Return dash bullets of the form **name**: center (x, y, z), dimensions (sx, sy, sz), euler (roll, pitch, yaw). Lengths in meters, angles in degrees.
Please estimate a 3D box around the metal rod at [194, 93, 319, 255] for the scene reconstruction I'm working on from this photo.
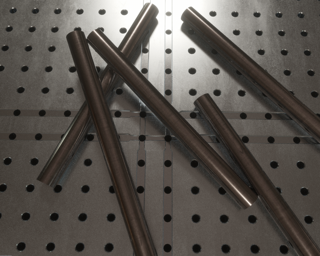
- **metal rod**: center (0.133, 0.081, 0.383), dimensions (0.025, 0.025, 0.299), euler (-29, 73, -10)

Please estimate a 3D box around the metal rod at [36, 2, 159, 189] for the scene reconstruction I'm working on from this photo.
- **metal rod**: center (-0.077, -0.057, 0.431), dimensions (0.025, 0.025, 0.300), euler (24, 71, 8)

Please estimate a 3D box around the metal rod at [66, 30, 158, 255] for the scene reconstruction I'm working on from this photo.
- **metal rod**: center (-0.064, 0.014, 0.386), dimensions (0.025, 0.025, 0.299), euler (-18, 78, -7)

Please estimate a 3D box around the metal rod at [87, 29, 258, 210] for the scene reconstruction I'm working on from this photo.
- **metal rod**: center (0.010, -0.017, 0.402), dimensions (0.025, 0.025, 0.300), euler (-41, 81, -14)

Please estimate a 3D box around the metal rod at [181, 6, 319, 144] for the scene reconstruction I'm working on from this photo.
- **metal rod**: center (0.142, -0.071, 0.439), dimensions (0.025, 0.025, 0.300), euler (-40, 75, -13)
